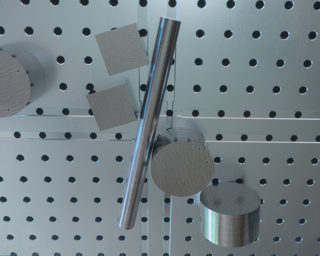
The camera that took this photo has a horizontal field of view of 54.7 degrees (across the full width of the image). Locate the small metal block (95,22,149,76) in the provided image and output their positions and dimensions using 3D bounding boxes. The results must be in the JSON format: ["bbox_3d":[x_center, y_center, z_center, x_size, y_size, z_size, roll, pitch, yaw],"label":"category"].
[{"bbox_3d":[-0.045,-0.096,0.377,0.050,0.025,0.050,-16,110,5],"label":"small metal block"}]

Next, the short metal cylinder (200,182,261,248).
[{"bbox_3d":[0.096,0.117,0.428,0.080,0.080,0.050,-3,110,1],"label":"short metal cylinder"}]

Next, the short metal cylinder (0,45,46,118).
[{"bbox_3d":[-0.188,-0.058,0.377,0.081,0.050,0.079,0,110,0],"label":"short metal cylinder"}]

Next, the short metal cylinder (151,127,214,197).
[{"bbox_3d":[0.029,0.045,0.417,0.081,0.050,0.079,0,110,0],"label":"short metal cylinder"}]

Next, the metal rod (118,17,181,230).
[{"bbox_3d":[-0.019,0.008,0.415,0.025,0.025,0.298,12,110,-4],"label":"metal rod"}]

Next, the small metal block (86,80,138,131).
[{"bbox_3d":[-0.061,-0.029,0.402,0.050,0.025,0.050,-16,110,5],"label":"small metal block"}]
